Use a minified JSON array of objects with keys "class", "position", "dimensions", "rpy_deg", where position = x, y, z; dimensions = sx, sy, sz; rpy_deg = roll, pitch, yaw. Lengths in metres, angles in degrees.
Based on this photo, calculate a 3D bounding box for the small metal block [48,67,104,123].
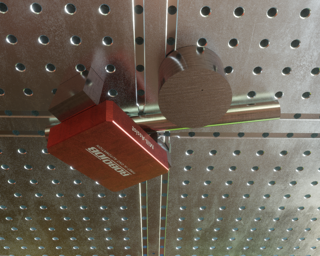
[{"class":"small metal block","position":[-0.096,-0.038,0.361],"dimensions":[0.050,0.050,0.025],"rpy_deg":[-25,126,19]}]

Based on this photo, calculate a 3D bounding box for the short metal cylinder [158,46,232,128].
[{"class":"short metal cylinder","position":[0.038,-0.046,0.356],"dimensions":[0.081,0.050,0.079],"rpy_deg":[0,130,0]}]

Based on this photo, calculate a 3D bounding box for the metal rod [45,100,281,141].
[{"class":"metal rod","position":[0.000,-0.007,0.406],"dimensions":[0.302,0.025,0.025],"rpy_deg":[-6,130,4]}]

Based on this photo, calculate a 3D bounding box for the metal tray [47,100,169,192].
[{"class":"metal tray","position":[-0.059,0.029,0.382],"dimensions":[0.090,0.030,0.130],"rpy_deg":[-24,138,19]}]

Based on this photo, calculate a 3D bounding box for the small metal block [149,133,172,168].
[{"class":"small metal block","position":[-0.017,0.038,0.442],"dimensions":[0.050,0.025,0.050],"rpy_deg":[-18,128,14]}]
